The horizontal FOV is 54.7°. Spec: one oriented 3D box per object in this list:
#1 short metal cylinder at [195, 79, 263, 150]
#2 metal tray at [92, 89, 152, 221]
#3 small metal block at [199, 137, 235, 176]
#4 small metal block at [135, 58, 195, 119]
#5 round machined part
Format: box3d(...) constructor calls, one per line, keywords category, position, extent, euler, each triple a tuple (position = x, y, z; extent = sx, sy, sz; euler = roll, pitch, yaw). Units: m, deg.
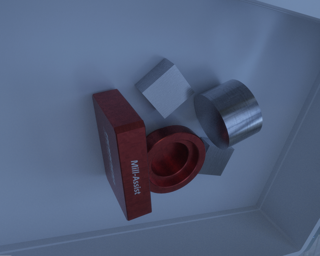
box3d(category="short metal cylinder", position=(0.089, -0.018, 0.411), extent=(0.050, 0.080, 0.080), euler=(-26, 128, -13))
box3d(category="metal tray", position=(-0.044, 0.031, 0.361), extent=(0.030, 0.090, 0.129), euler=(-16, 125, -19))
box3d(category="small metal block", position=(0.079, 0.045, 0.480), extent=(0.050, 0.025, 0.050), euler=(10, 113, -32))
box3d(category="small metal block", position=(0.006, -0.048, 0.382), extent=(0.050, 0.025, 0.050), euler=(-42, 128, 1))
box3d(category="round machined part", position=(0.010, 0.038, 0.424), extent=(0.099, 0.042, 0.097), euler=(-14, 125, -21))
